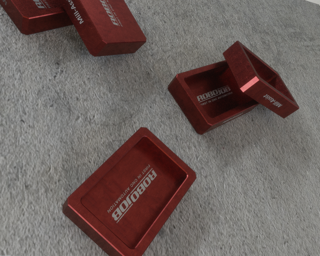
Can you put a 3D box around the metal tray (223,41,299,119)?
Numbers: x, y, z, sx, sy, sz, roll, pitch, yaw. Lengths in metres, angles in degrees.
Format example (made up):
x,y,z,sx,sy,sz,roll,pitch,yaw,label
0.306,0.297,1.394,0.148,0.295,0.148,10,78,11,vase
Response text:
x,y,z,sx,sy,sz,roll,pitch,yaw,label
0.164,-0.076,0.499,0.131,0.030,0.090,22,41,-38,metal tray

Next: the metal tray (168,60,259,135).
x,y,z,sx,sy,sz,roll,pitch,yaw,label
0.087,-0.052,0.478,0.131,0.030,0.090,-23,74,-36,metal tray

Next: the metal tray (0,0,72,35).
x,y,z,sx,sy,sz,roll,pitch,yaw,label
-0.177,-0.193,0.422,0.091,0.030,0.130,-31,79,-38,metal tray

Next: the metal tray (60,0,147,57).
x,y,z,sx,sy,sz,roll,pitch,yaw,label
-0.084,-0.164,0.430,0.091,0.030,0.130,-24,82,-52,metal tray

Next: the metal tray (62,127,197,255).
x,y,z,sx,sy,sz,roll,pitch,yaw,label
-0.028,0.069,0.342,0.090,0.030,0.131,43,51,1,metal tray
